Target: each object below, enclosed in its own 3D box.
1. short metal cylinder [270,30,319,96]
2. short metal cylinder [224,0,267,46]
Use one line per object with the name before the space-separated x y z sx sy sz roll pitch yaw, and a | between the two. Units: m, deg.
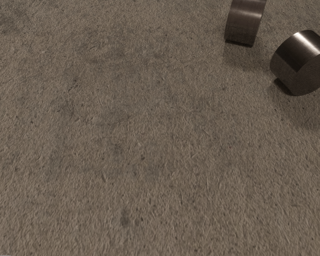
short metal cylinder | 0.210 -0.093 0.449 0.081 0.080 0.050 -16 52 -14
short metal cylinder | 0.145 -0.185 0.525 0.050 0.080 0.080 17 52 13
